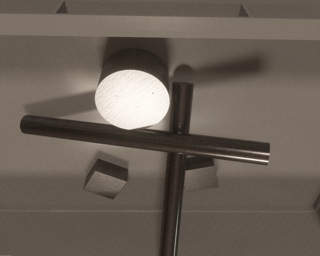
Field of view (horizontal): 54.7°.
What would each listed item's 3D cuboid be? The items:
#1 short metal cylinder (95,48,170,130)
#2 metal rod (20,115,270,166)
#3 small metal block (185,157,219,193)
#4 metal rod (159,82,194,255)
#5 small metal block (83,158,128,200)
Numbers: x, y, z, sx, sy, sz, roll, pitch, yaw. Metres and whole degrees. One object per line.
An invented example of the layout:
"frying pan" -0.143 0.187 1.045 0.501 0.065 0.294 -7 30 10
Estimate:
"short metal cylinder" -0.030 -0.044 0.355 0.081 0.050 0.079 0 130 0
"metal rod" -0.028 0.012 0.370 0.301 0.025 0.025 6 132 13
"small metal block" 0.059 0.069 0.469 0.050 0.025 0.050 -11 130 9
"metal rod" 0.017 0.090 0.405 0.025 0.025 0.298 3 105 -3
"small metal block" -0.083 0.079 0.475 0.050 0.025 0.050 23 126 -19
